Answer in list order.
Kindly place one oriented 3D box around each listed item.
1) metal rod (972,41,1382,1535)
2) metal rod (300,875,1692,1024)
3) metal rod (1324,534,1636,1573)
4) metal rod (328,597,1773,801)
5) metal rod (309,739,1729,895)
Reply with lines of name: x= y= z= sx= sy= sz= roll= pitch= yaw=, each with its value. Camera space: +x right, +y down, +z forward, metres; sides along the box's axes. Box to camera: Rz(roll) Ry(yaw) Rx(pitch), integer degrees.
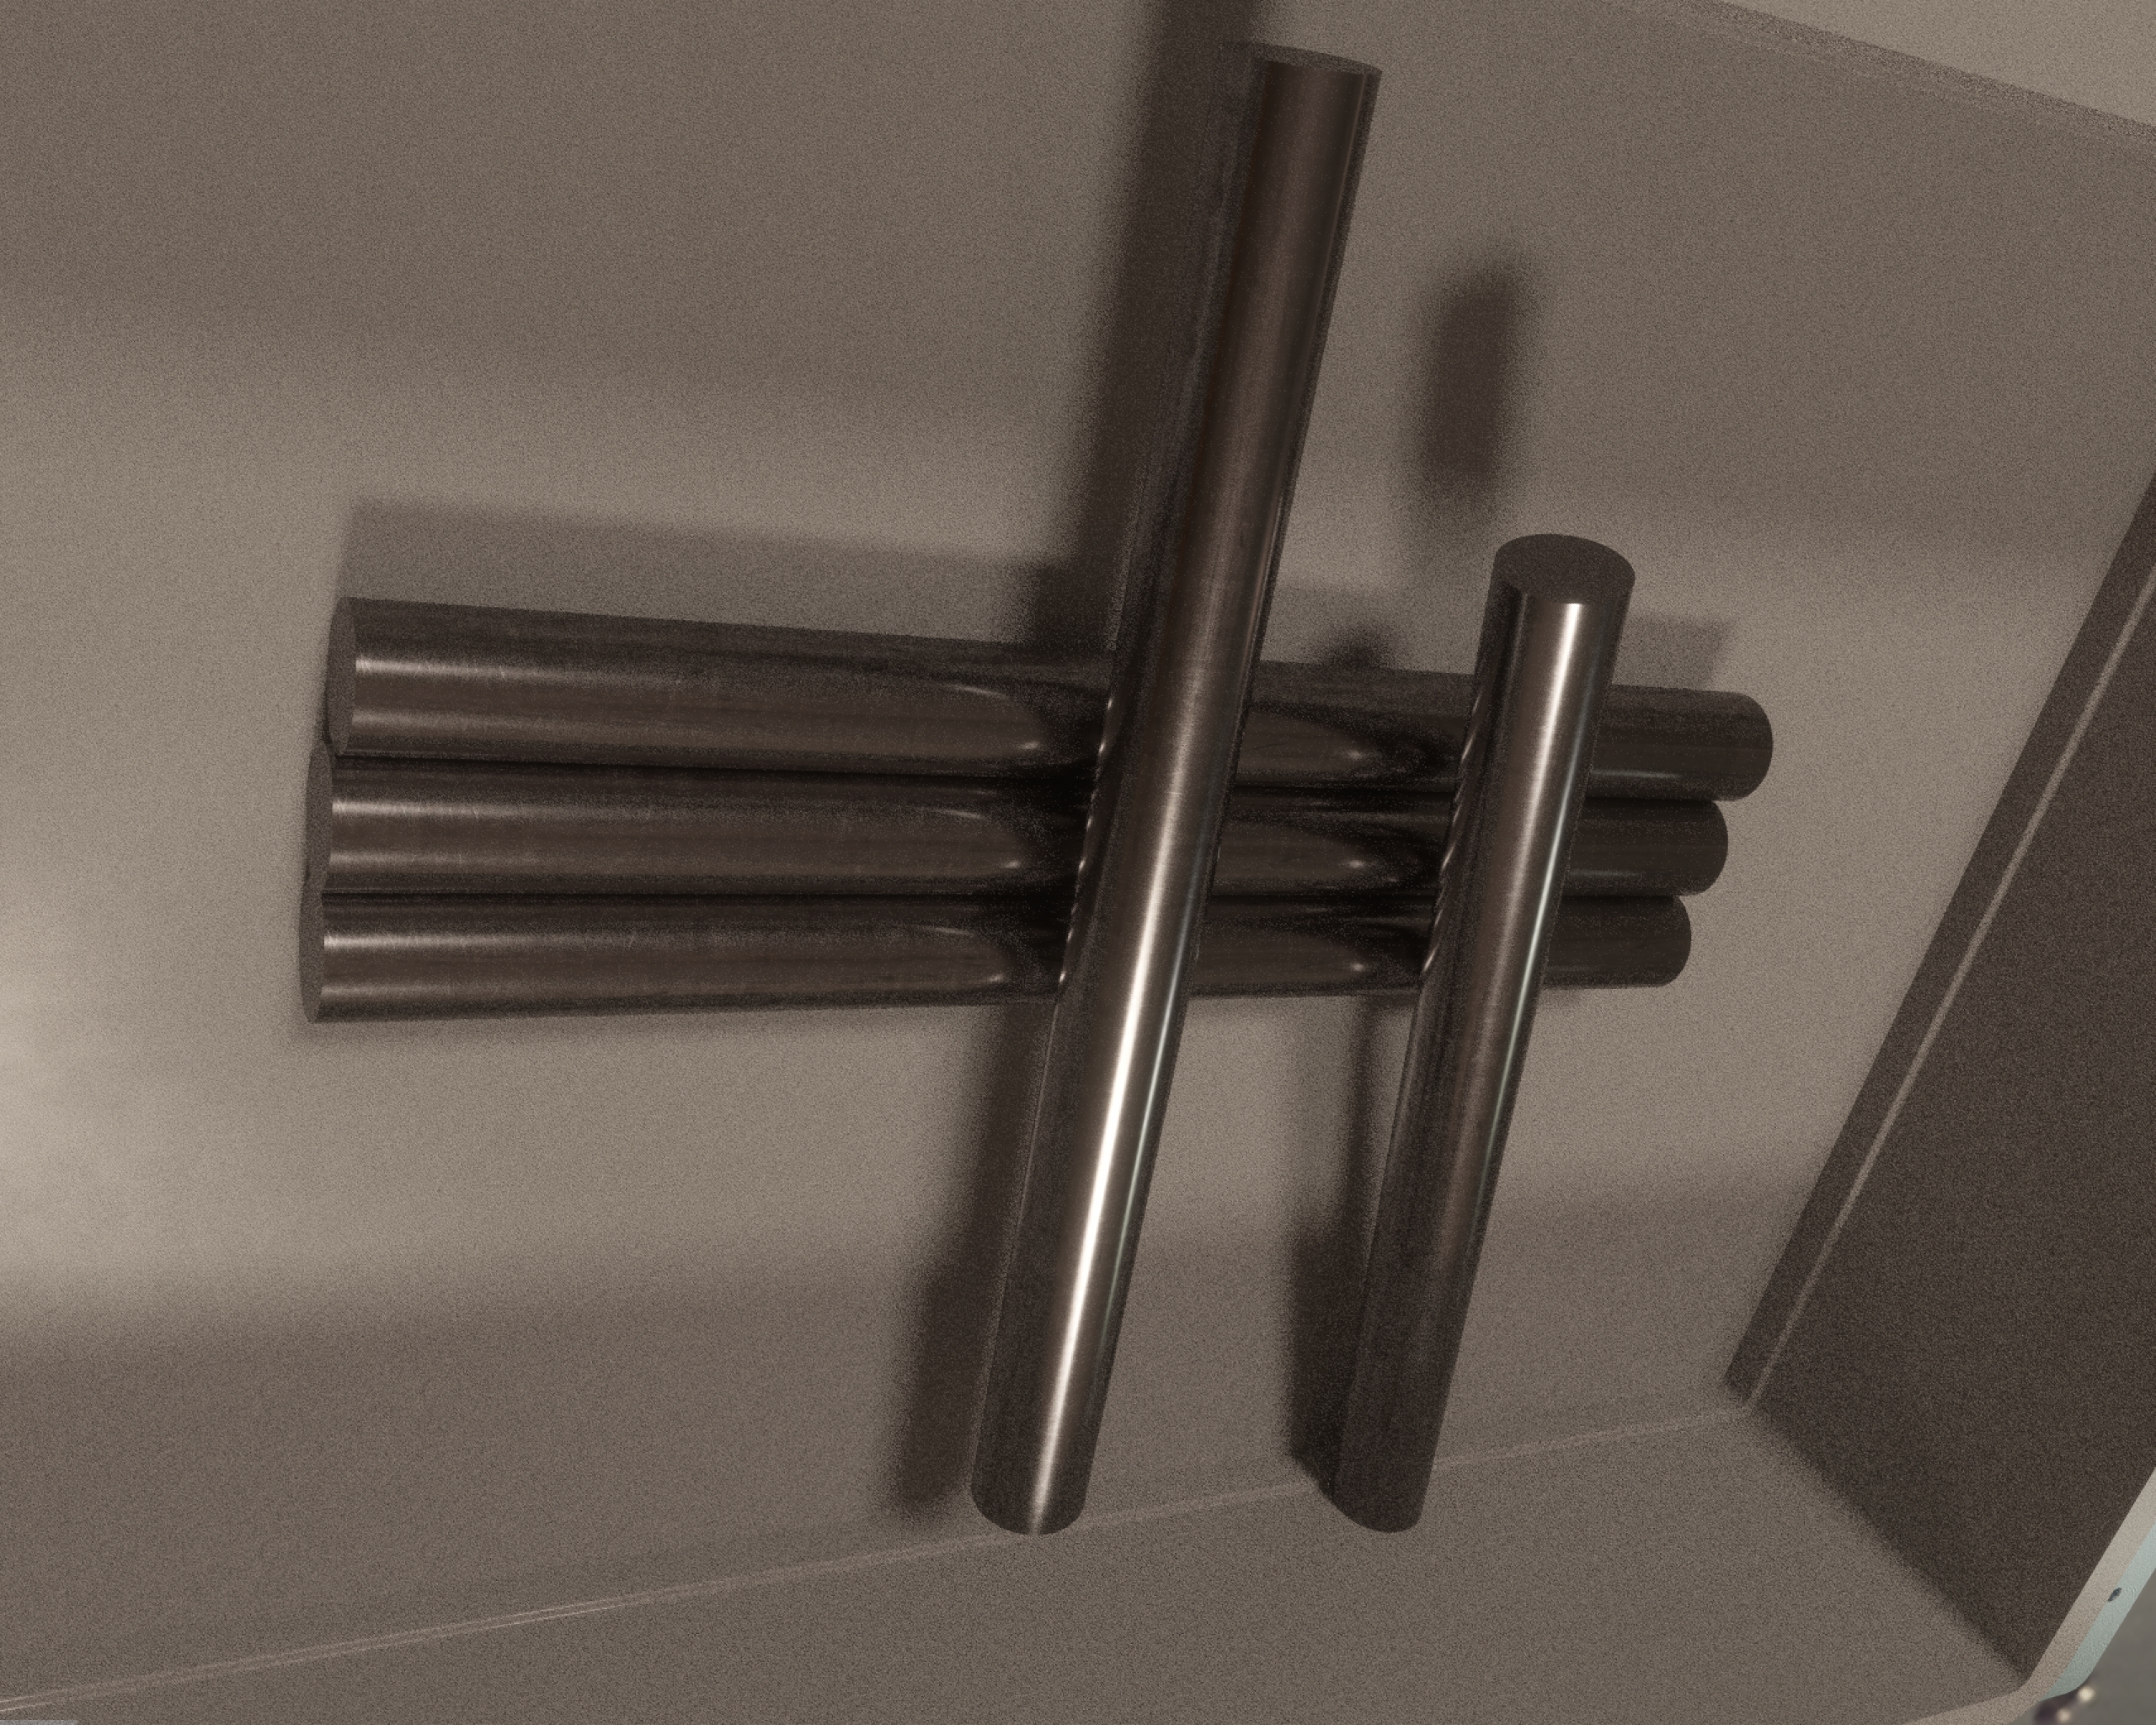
metal rod: x=0.012 y=0.007 z=0.387 sx=0.025 sy=0.025 sz=0.298 roll=-5 pitch=121 yaw=-26
metal rod: x=0.004 y=0.016 z=0.421 sx=0.303 sy=0.025 sz=0.025 roll=1 pitch=118 yaw=-29
metal rod: x=0.083 y=0.063 z=0.468 sx=0.025 sy=0.025 sz=0.298 roll=-15 pitch=132 yaw=-20
metal rod: x=0.017 y=-0.028 z=0.401 sx=0.303 sy=0.025 sz=0.025 roll=1 pitch=118 yaw=-29
metal rod: x=0.010 y=-0.006 z=0.410 sx=0.303 sy=0.025 sz=0.025 roll=1 pitch=118 yaw=-29
